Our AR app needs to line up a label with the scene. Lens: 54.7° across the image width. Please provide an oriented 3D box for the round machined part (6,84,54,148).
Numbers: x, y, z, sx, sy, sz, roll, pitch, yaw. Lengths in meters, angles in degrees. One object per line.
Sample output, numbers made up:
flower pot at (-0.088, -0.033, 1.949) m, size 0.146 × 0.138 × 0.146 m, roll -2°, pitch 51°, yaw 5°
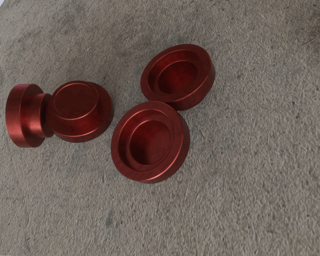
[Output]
round machined part at (-0.189, -0.019, 0.473) m, size 0.042 × 0.098 × 0.098 m, roll -1°, pitch 59°, yaw 3°

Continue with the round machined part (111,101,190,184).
round machined part at (-0.008, 0.020, 0.378) m, size 0.098 × 0.042 × 0.098 m, roll -11°, pitch 66°, yaw 26°

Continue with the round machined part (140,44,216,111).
round machined part at (0.027, -0.062, 0.416) m, size 0.098 × 0.042 × 0.098 m, roll -13°, pitch 54°, yaw 20°

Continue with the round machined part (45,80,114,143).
round machined part at (-0.120, -0.031, 0.454) m, size 0.099 × 0.042 × 0.098 m, roll -1°, pitch 60°, yaw 2°
